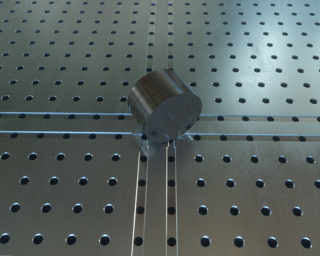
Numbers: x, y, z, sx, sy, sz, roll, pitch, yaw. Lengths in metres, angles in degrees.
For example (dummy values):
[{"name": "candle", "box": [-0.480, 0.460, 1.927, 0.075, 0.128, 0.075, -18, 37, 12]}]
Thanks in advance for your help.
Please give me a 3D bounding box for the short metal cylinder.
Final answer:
[{"name": "short metal cylinder", "box": [0.006, -0.028, 0.394, 0.081, 0.080, 0.050, -22, 53, -18]}]
